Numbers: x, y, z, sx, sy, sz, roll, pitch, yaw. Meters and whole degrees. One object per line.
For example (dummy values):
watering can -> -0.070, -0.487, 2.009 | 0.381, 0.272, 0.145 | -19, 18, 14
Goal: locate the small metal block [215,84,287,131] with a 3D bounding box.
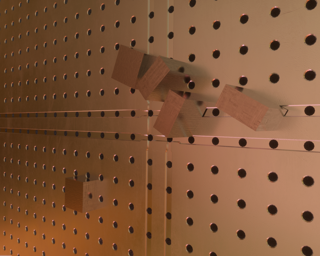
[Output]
small metal block -> 0.093, -0.020, 0.317 | 0.050, 0.050, 0.025 | 38, 113, 33

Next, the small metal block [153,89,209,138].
small metal block -> 0.026, -0.016, 0.373 | 0.025, 0.050, 0.050 | 37, 113, 34

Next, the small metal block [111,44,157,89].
small metal block -> -0.038, -0.086, 0.442 | 0.050, 0.025, 0.050 | 30, 108, 36

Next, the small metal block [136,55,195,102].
small metal block -> 0.007, -0.059, 0.388 | 0.050, 0.050, 0.025 | -48, 62, 29

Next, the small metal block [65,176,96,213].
small metal block -> -0.135, 0.111, 0.523 | 0.050, 0.025, 0.050 | 3, 92, 40
